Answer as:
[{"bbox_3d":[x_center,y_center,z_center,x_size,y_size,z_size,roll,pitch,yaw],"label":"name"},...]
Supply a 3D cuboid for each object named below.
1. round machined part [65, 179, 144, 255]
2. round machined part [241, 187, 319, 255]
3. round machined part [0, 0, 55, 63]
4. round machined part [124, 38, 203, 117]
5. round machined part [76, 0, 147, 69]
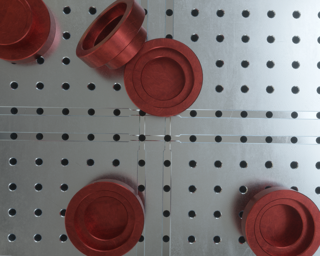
[{"bbox_3d":[-0.069,0.115,0.404,0.099,0.042,0.097,0,90,-1],"label":"round machined part"},{"bbox_3d":[0.156,0.126,0.407,0.099,0.042,0.097,0,90,-1],"label":"round machined part"},{"bbox_3d":[-0.192,-0.136,0.402,0.099,0.042,0.097,0,90,-1],"label":"round machined part"},{"bbox_3d":[0.004,-0.063,0.404,0.099,0.042,0.097,0,92,-2],"label":"round machined part"},{"bbox_3d":[-0.055,-0.113,0.386,0.098,0.098,0.042,-49,126,0],"label":"round machined part"}]
